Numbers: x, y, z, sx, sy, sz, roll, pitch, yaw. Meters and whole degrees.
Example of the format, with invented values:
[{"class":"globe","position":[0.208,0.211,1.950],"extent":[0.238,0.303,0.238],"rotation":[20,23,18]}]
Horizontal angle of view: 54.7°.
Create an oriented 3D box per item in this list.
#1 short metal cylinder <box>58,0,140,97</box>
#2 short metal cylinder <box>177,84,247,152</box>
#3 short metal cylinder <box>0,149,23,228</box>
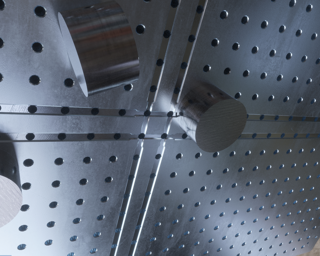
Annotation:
[{"class":"short metal cylinder","position":[-0.059,-0.075,0.297],"extent":[0.050,0.080,0.080],"rotation":[-20,126,-17]},{"class":"short metal cylinder","position":[0.071,-0.013,0.425],"extent":[0.081,0.050,0.079],"rotation":[-14,124,-21]},{"class":"short metal cylinder","position":[-0.193,0.066,0.330],"extent":[0.081,0.050,0.079],"rotation":[-14,124,-21]}]
